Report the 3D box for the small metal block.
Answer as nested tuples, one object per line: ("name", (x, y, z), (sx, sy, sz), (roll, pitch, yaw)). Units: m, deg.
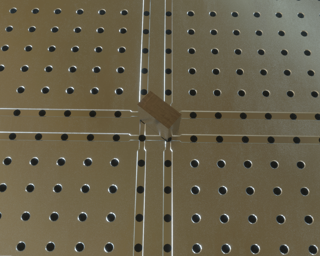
("small metal block", (-0.001, -0.014, 0.403), (0.050, 0.050, 0.025), (38, 74, 12))
